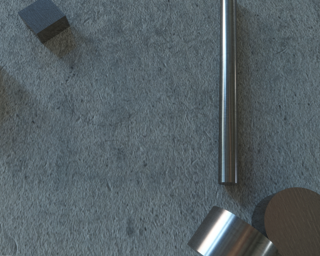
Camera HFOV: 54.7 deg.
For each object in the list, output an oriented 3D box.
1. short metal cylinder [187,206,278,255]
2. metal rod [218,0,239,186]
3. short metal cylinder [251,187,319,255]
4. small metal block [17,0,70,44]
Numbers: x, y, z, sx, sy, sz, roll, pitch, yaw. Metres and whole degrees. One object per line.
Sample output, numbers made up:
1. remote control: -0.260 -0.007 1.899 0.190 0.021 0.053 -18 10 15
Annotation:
1. short metal cylinder: 0.077 0.129 0.332 0.080 0.080 0.050 35 74 12
2. metal rod: 0.096 -0.071 0.434 0.025 0.025 0.299 4 70 1
3. short metal cylinder: 0.152 0.112 0.355 0.081 0.050 0.080 0 70 0
4. small metal block: -0.174 -0.163 0.466 0.050 0.025 0.050 -39 75 -13
